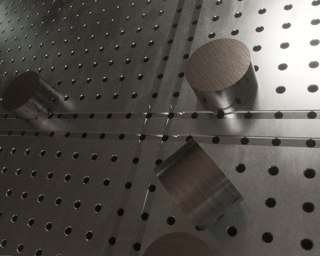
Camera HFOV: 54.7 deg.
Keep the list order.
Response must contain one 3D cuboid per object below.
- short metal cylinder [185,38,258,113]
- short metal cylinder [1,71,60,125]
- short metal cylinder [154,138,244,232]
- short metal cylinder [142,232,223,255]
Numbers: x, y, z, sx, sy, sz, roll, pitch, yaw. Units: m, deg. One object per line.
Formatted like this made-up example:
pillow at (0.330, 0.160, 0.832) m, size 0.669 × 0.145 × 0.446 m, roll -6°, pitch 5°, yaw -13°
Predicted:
short metal cylinder at (0.078, -0.065, 0.391) m, size 0.080 × 0.050 × 0.080 m, roll -13°, pitch 56°, yaw 21°
short metal cylinder at (-0.225, -0.052, 0.539) m, size 0.080 × 0.050 × 0.080 m, roll -13°, pitch 56°, yaw 20°
short metal cylinder at (0.039, 0.057, 0.317) m, size 0.050 × 0.080 × 0.080 m, roll -40°, pitch 51°, yaw 1°
short metal cylinder at (0.025, 0.144, 0.290) m, size 0.080 × 0.050 × 0.080 m, roll -13°, pitch 56°, yaw 20°
